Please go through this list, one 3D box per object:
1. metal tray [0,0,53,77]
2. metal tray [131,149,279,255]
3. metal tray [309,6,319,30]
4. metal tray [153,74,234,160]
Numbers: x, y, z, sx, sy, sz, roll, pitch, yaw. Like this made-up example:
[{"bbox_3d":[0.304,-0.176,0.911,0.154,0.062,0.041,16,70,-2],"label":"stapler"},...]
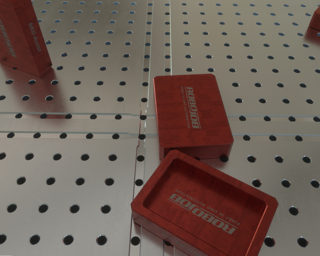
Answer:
[{"bbox_3d":[-0.221,-0.145,0.459,0.090,0.129,0.030,20,53,16],"label":"metal tray"},{"bbox_3d":[0.046,0.087,0.331,0.130,0.030,0.090,25,54,19],"label":"metal tray"},{"bbox_3d":[0.361,-0.199,0.575,0.130,0.030,0.090,31,56,23],"label":"metal tray"},{"bbox_3d":[0.040,-0.019,0.421,0.091,0.030,0.130,-3,50,-3],"label":"metal tray"}]
